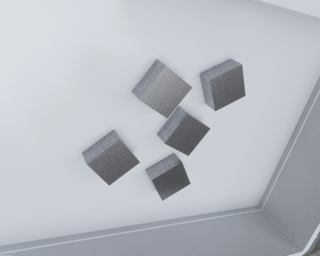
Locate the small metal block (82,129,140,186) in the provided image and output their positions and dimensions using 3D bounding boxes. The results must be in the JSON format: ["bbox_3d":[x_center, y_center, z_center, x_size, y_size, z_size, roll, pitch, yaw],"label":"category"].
[{"bbox_3d":[-0.062,0.038,0.398,0.050,0.025,0.050,-37,129,-3],"label":"small metal block"}]

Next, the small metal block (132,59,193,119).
[{"bbox_3d":[0.003,-0.047,0.381,0.050,0.025,0.050,32,100,-38],"label":"small metal block"}]

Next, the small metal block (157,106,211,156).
[{"bbox_3d":[0.033,0.005,0.429,0.050,0.025,0.050,30,102,-38],"label":"small metal block"}]

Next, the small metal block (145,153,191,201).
[{"bbox_3d":[0.012,0.073,0.460,0.050,0.025,0.050,-30,129,-10],"label":"small metal block"}]

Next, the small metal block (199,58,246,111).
[{"bbox_3d":[0.085,-0.058,0.419,0.050,0.025,0.050,-27,128,-12],"label":"small metal block"}]
